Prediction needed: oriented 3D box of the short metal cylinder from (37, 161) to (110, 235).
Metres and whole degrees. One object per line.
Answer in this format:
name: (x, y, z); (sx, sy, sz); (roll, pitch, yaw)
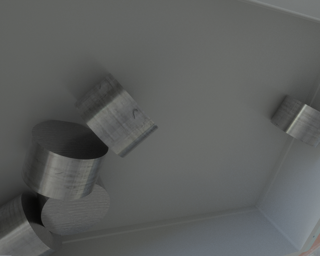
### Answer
short metal cylinder: (-0.109, 0.085, 0.387); (0.081, 0.050, 0.079); (-14, 125, -21)

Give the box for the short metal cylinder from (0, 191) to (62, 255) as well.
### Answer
short metal cylinder: (-0.160, 0.122, 0.362); (0.050, 0.080, 0.080); (-32, 129, -7)

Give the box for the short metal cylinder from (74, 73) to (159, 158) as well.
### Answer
short metal cylinder: (-0.047, -0.014, 0.340); (0.050, 0.080, 0.080); (-41, 130, 0)

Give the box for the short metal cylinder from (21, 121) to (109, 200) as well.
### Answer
short metal cylinder: (-0.103, 0.033, 0.338); (0.081, 0.080, 0.050); (9, 114, -33)

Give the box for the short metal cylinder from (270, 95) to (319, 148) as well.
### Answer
short metal cylinder: (0.226, -0.012, 0.492); (0.081, 0.080, 0.050); (17, 110, -35)
